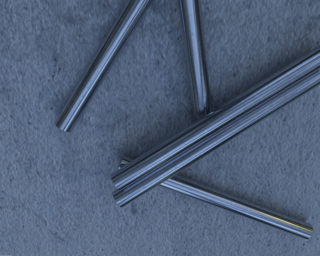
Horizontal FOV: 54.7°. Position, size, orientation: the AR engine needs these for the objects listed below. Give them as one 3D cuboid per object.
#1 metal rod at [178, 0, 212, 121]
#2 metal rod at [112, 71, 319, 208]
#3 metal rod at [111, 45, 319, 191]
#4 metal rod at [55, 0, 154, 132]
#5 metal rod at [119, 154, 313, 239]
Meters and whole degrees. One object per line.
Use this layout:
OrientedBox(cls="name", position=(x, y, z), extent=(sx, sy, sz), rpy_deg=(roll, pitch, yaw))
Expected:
OrientedBox(cls="metal rod", position=(0.031, -0.144, 0.337), extent=(0.025, 0.025, 0.298), rpy_deg=(-9, 118, 3))
OrientedBox(cls="metal rod", position=(0.071, 0.014, 0.399), extent=(0.301, 0.025, 0.025), rpy_deg=(-32, 107, 4))
OrientedBox(cls="metal rod", position=(0.072, -0.010, 0.382), extent=(0.301, 0.025, 0.025), rpy_deg=(-32, 107, 5))
OrientedBox(cls="metal rod", position=(-0.042, -0.118, 0.365), extent=(0.025, 0.025, 0.299), rpy_deg=(32, 107, -12))
OrientedBox(cls="metal rod", position=(0.085, 0.102, 0.448), extent=(0.302, 0.025, 0.025), rpy_deg=(21, 109, -8))
